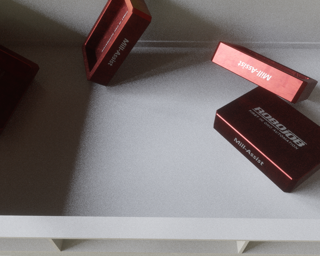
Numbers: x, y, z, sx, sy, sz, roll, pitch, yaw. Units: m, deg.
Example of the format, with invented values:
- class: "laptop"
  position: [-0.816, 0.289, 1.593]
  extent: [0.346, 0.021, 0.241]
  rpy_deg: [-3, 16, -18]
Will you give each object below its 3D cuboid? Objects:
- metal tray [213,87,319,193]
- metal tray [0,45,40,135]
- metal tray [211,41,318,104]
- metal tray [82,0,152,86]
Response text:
- class: "metal tray"
  position: [0.145, 0.008, 0.396]
  extent: [0.091, 0.030, 0.130]
  rpy_deg: [-29, 56, -22]
- class: "metal tray"
  position: [-0.233, -0.057, 0.418]
  extent: [0.090, 0.030, 0.130]
  rpy_deg: [29, 47, -21]
- class: "metal tray"
  position: [0.149, -0.081, 0.442]
  extent: [0.130, 0.030, 0.091]
  rpy_deg: [35, 26, 25]
- class: "metal tray"
  position: [-0.069, -0.138, 0.456]
  extent: [0.030, 0.129, 0.090]
  rpy_deg: [16, 40, -36]
